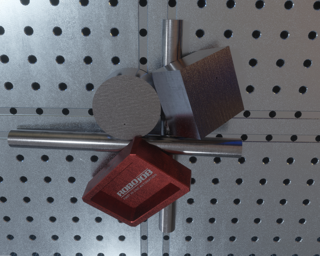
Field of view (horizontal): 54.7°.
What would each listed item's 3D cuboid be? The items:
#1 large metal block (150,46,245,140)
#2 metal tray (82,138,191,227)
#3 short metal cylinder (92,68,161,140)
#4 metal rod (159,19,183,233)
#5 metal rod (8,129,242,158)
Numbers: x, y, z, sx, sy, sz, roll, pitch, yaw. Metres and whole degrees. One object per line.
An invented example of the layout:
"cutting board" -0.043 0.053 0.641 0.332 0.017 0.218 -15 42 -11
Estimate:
"large metal block" 0.046 -0.042 0.364 0.081 0.050 0.080 -31 113 -31
"metal tray" -0.033 0.077 0.411 0.090 0.030 0.129 34 127 -18
"short metal cylinder" -0.039 -0.032 0.388 0.081 0.050 0.079 0 110 0
"metal rod" 0.013 0.011 0.417 0.025 0.025 0.298 1 110 -1
"metal rod" -0.049 0.020 0.402 0.302 0.025 0.025 2 110 6
